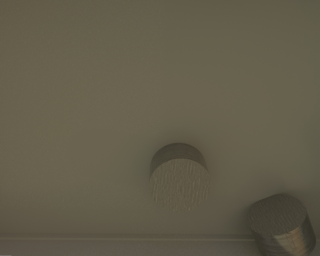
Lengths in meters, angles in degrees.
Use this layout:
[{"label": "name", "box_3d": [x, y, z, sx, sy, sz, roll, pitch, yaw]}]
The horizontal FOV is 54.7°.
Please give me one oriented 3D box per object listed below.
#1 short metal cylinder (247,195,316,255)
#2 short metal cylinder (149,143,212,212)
[{"label": "short metal cylinder", "box_3d": [0.170, 0.140, 0.436, 0.080, 0.080, 0.050, -23, 109, 8]}, {"label": "short metal cylinder", "box_3d": [0.026, 0.067, 0.423, 0.081, 0.050, 0.079, 0, 110, -1]}]
